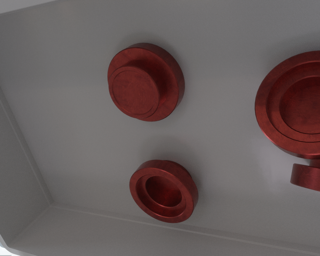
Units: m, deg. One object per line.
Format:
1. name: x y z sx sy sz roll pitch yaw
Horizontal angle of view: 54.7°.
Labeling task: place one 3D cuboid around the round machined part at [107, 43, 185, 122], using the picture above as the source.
1. round machined part: -0.023 -0.050 0.379 0.098 0.042 0.097 13 124 21

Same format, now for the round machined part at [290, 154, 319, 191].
1. round machined part: 0.184 0.044 0.304 0.098 0.098 0.042 10 87 23

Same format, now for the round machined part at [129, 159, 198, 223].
1. round machined part: 0.009 0.086 0.446 0.098 0.042 0.097 13 124 21

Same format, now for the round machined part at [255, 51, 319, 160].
1. round machined part: 0.144 -0.018 0.288 0.098 0.042 0.098 -11 68 29
